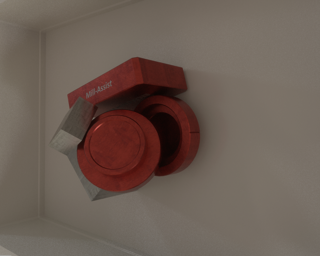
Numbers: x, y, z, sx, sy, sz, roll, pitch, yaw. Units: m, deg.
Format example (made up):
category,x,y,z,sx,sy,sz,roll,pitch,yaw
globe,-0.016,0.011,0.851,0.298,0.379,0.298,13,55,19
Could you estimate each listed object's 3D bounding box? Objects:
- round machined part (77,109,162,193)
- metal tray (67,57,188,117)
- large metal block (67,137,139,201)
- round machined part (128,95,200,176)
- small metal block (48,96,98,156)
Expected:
category,x,y,z,sx,sy,sz,roll,pitch,yaw
round machined part,-0.048,0.023,0.356,0.099,0.042,0.098,-1,72,4
metal tray,-0.043,-0.045,0.395,0.130,0.091,0.030,-19,79,38
large metal block,-0.067,0.045,0.423,0.050,0.081,0.080,-51,60,27
round machined part,0.009,0.009,0.386,0.098,0.042,0.097,0,90,39
small metal block,-0.103,-0.002,0.367,0.050,0.025,0.050,-37,28,47
